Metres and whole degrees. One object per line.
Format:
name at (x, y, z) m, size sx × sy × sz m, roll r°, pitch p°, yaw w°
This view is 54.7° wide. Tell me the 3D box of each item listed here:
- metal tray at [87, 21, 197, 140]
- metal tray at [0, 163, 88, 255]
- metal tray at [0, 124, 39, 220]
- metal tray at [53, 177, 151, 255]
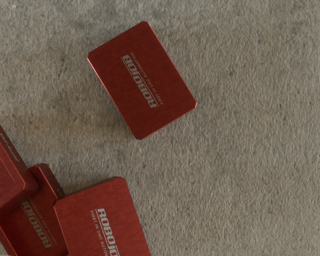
metal tray at (-0.023, -0.060, 0.407) m, size 0.090 × 0.030 × 0.130 m, roll -31°, pitch 90°, yaw -1°
metal tray at (-0.161, 0.123, 0.405) m, size 0.090 × 0.030 × 0.130 m, roll -30°, pitch 90°, yaw -1°
metal tray at (-0.223, 0.051, 0.382) m, size 0.090 × 0.030 × 0.130 m, roll -39°, pitch 72°, yaw -3°
metal tray at (-0.070, 0.137, 0.390) m, size 0.091 × 0.030 × 0.129 m, roll -19°, pitch 90°, yaw -23°
